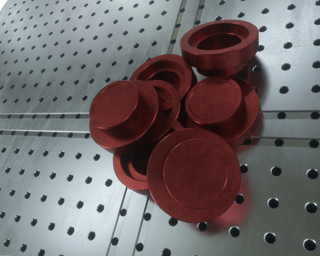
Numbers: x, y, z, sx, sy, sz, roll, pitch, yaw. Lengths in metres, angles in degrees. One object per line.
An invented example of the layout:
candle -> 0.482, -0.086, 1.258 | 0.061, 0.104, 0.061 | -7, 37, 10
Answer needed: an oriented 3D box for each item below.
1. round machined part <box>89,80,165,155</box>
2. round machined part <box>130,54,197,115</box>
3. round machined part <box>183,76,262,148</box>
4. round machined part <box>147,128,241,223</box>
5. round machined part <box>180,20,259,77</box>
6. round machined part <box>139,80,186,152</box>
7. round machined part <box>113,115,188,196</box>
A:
round machined part -> -0.047, -0.019, 0.380 | 0.098, 0.042, 0.098 | -13, 56, 21
round machined part -> 0.005, -0.050, 0.426 | 0.098, 0.042, 0.098 | -13, 56, 21
round machined part -> 0.069, -0.024, 0.376 | 0.098, 0.042, 0.098 | -13, 56, 21
round machined part -> 0.036, 0.047, 0.319 | 0.099, 0.042, 0.098 | 1, 79, -4
round machined part -> 0.078, -0.101, 0.405 | 0.098, 0.042, 0.098 | -9, 39, 8
round machined part -> -0.011, -0.012, 0.411 | 0.098, 0.042, 0.098 | -13, 56, 21
round machined part -> -0.004, 0.036, 0.379 | 0.098, 0.042, 0.098 | -13, 56, 21
